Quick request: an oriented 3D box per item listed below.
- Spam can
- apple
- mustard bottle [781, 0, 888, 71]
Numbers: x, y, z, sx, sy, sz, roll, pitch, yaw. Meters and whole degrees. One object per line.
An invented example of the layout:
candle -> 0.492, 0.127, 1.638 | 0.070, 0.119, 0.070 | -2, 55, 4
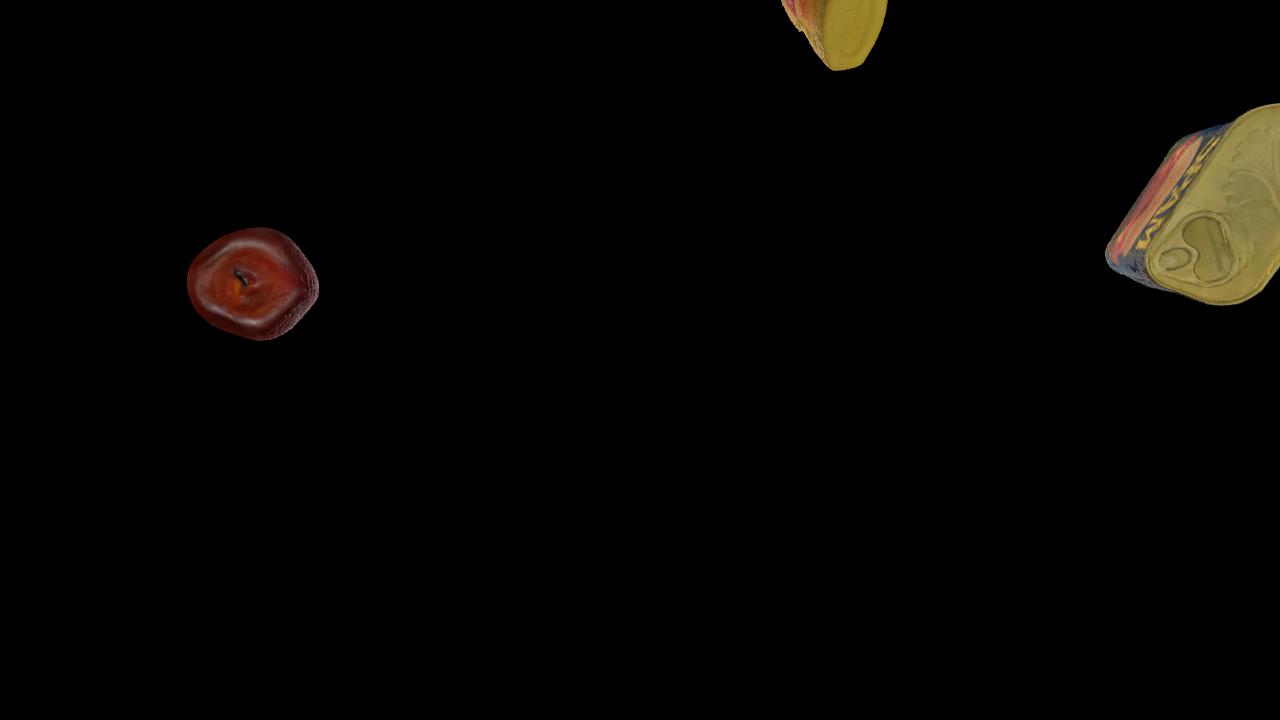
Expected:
Spam can -> 0.334, -0.088, 0.360 | 0.058, 0.101, 0.085 | 29, 21, 15
apple -> -0.271, -0.054, 0.435 | 0.079, 0.079, 0.093 | 0, 2, -22
mustard bottle -> 0.160, -0.345, 0.557 | 0.054, 0.184, 0.092 | -14, -40, 2
